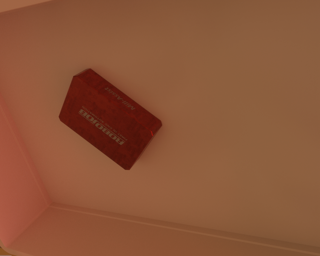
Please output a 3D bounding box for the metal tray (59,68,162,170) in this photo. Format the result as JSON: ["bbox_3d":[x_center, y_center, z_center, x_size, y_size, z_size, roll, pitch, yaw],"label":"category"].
[{"bbox_3d":[-0.073,-0.010,0.436,0.130,0.030,0.089,37,129,3],"label":"metal tray"}]
